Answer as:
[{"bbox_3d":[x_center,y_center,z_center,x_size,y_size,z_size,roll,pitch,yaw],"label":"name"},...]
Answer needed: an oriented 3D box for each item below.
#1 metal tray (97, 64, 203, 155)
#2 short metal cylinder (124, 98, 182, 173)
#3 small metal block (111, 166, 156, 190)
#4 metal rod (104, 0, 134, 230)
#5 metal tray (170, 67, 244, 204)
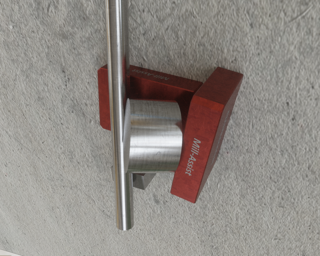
[{"bbox_3d":[-0.015,-0.027,0.394,0.130,0.030,0.089,17,125,18],"label":"metal tray"},{"bbox_3d":[-0.011,0.009,0.335,0.050,0.080,0.079,2,126,-12],"label":"short metal cylinder"},{"bbox_3d":[-0.034,0.057,0.444,0.050,0.050,0.025,12,123,21],"label":"small metal block"},{"bbox_3d":[-0.048,-0.002,0.380,0.025,0.025,0.298,10,114,22],"label":"metal rod"},{"bbox_3d":[0.051,0.008,0.343,0.030,0.090,0.129,21,126,16],"label":"metal tray"}]
